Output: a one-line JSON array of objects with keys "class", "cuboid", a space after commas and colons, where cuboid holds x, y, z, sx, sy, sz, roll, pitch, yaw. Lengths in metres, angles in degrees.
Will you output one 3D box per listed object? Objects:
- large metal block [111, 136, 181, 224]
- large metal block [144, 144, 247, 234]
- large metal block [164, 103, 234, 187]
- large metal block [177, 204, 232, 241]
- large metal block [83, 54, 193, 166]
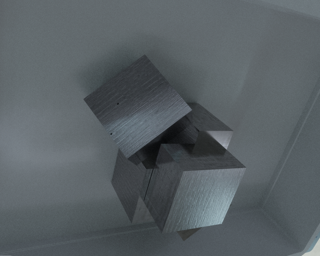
[{"class": "large metal block", "cuboid": [-0.019, 0.062, 0.399, 0.050, 0.080, 0.079, 1, 118, -29]}, {"class": "large metal block", "cuboid": [0.037, 0.065, 0.346, 0.081, 0.050, 0.079, 2, 118, -29]}, {"class": "large metal block", "cuboid": [0.039, 0.019, 0.403, 0.050, 0.080, 0.079, 1, 118, -29]}, {"class": "large metal block", "cuboid": [0.045, 0.106, 0.452, 0.080, 0.080, 0.050, -36, 94, -5]}, {"class": "large metal block", "cuboid": [-0.021, -0.018, 0.339, 0.080, 0.080, 0.050, -37, 164, -4]}]
